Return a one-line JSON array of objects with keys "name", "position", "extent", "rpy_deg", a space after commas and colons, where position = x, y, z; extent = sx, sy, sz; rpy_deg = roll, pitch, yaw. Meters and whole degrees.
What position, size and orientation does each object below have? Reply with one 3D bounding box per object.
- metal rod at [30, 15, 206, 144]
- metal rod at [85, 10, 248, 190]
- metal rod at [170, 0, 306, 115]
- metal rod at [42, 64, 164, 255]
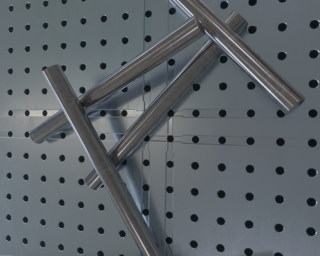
[{"name": "metal rod", "position": [-0.073, -0.051, 0.415], "extent": [0.299, 0.025, 0.025], "rpy_deg": [-29, 81, 26]}, {"name": "metal rod", "position": [0.000, -0.027, 0.412], "extent": [0.025, 0.025, 0.299], "rpy_deg": [46, 104, 14]}, {"name": "metal rod", "position": [0.052, -0.131, 0.370], "extent": [0.025, 0.025, 0.300], "rpy_deg": [-44, 68, 15]}, {"name": "metal rod", "position": [-0.072, 0.054, 0.411], "extent": [0.025, 0.025, 0.299], "rpy_deg": [-28, 91, 18]}]
